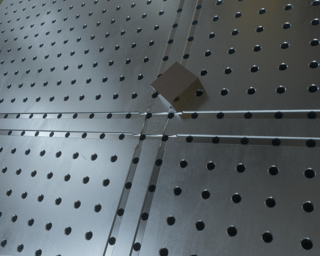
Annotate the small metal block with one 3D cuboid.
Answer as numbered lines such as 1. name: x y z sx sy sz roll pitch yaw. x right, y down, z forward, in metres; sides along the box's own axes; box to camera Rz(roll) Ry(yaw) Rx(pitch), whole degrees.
1. small metal block: 0.023 -0.057 0.430 0.050 0.025 0.050 -42 51 -1
